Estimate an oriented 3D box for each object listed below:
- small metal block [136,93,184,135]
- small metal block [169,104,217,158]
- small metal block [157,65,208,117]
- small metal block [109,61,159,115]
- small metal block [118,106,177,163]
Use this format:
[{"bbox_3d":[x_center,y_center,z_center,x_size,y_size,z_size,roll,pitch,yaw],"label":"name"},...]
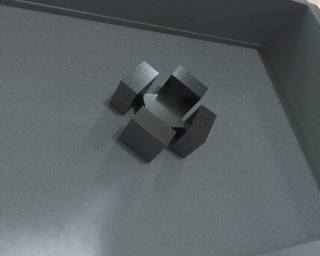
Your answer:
[{"bbox_3d":[0.000,-0.017,0.413,0.050,0.025,0.050,1,61,-28],"label":"small metal block"},{"bbox_3d":[0.044,0.005,0.407,0.025,0.050,0.050,36,50,-6],"label":"small metal block"},{"bbox_3d":[0.030,-0.051,0.433,0.050,0.050,0.025,39,50,-3],"label":"small metal block"},{"bbox_3d":[-0.034,-0.051,0.400,0.025,0.050,0.050,41,52,0],"label":"small metal block"},{"bbox_3d":[-0.016,0.009,0.373,0.050,0.050,0.025,39,52,-2],"label":"small metal block"}]
